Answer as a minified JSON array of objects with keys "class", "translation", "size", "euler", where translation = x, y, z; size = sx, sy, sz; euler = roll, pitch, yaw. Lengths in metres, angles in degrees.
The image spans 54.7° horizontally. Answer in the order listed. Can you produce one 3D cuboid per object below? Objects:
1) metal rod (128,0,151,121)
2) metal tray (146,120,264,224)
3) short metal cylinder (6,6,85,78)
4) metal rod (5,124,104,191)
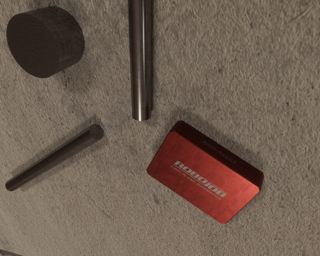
[{"class":"metal rod","translation":[-0.022,-0.142,0.329],"size":[0.025,0.025,0.298],"euler":[14,124,20]},{"class":"metal tray","translation":[0.056,0.060,0.410],"size":[0.130,0.030,0.089],"euler":[33,129,5]},{"class":"short metal cylinder","translation":[-0.145,-0.110,0.397],"size":[0.080,0.050,0.079],"euler":[13,124,20]},{"class":"metal rod","translation":[-0.199,0.062,0.547],"size":[0.299,0.025,0.025],"euler":[-28,103,37]}]
